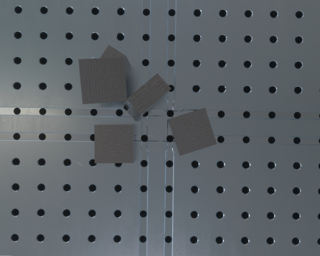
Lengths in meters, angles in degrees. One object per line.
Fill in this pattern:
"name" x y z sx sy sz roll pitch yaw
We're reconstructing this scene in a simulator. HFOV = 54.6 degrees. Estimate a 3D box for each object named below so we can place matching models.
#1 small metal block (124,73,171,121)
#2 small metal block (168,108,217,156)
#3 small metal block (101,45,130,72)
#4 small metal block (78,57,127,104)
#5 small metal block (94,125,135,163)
"small metal block" -0.018 -0.038 0.395 0.050 0.050 0.025 -42 91 -14
"small metal block" 0.042 0.005 0.414 0.050 0.025 0.050 -18 90 0
"small metal block" -0.065 -0.073 0.400 0.025 0.050 0.050 33 90 0
"small metal block" -0.066 -0.055 0.362 0.050 0.025 0.050 -5 99 -11
"small metal block" -0.059 0.021 0.413 0.050 0.025 0.050 0 90 0
